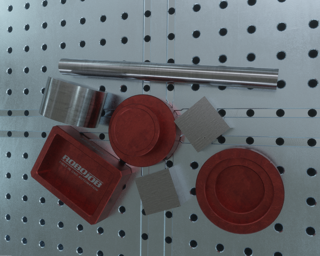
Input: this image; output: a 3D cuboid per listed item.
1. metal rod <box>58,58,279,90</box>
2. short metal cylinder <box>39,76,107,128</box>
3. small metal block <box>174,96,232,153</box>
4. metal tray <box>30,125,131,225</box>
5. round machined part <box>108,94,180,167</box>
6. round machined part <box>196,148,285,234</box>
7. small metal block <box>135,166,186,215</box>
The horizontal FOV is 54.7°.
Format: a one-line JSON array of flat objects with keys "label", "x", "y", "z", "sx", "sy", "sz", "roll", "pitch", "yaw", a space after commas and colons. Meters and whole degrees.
[{"label": "metal rod", "x": -0.003, "y": -0.075, "z": 0.413, "sx": 0.301, "sy": 0.025, "sz": 0.025, "roll": 7, "pitch": 93, "yaw": 19}, {"label": "short metal cylinder", "x": -0.118, "y": -0.036, "z": 0.425, "sx": 0.080, "sy": 0.080, "sz": 0.050, "roll": 19, "pitch": 96, "yaw": 19}, {"label": "small metal block", "x": 0.055, "y": -0.005, "z": 0.393, "sx": 0.050, "sy": 0.025, "sz": 0.050, "roll": -40, "pitch": 78, "yaw": 15}, {"label": "metal tray", "x": -0.117, "y": 0.065, "z": 0.451, "sx": 0.130, "sy": 0.030, "sz": 0.090, "roll": 32, "pitch": 101, "yaw": 17}, {"label": "round machined part", "x": -0.026, "y": 0.003, "z": 0.412, "sx": 0.098, "sy": 0.042, "sz": 0.097, "roll": -1, "pitch": 87, "yaw": 19}, {"label": "round machined part", "x": 0.095, "y": 0.071, "z": 0.370, "sx": 0.098, "sy": 0.042, "sz": 0.097, "roll": 0, "pitch": 90, "yaw": 20}, {"label": "small metal block", "x": 0.001, "y": 0.083, "z": 0.412, "sx": 0.050, "sy": 0.025, "sz": 0.050, "roll": -20, "pitch": 83, "yaw": 18}]
